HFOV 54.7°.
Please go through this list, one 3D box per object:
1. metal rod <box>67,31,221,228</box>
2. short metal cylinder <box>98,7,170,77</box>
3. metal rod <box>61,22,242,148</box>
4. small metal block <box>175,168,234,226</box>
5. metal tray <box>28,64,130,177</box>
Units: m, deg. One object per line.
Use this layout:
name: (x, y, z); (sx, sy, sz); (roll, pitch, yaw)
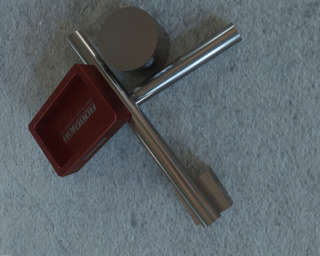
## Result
metal rod: (-0.027, -0.007, 0.393); (0.025, 0.025, 0.299); (-41, 78, 15)
short metal cylinder: (-0.032, -0.110, 0.407); (0.080, 0.050, 0.079); (0, 90, 19)
metal rod: (-0.030, -0.044, 0.420); (0.300, 0.025, 0.025); (-31, 80, 17)
small metal block: (0.056, 0.086, 0.390); (0.050, 0.025, 0.050); (-35, 79, 16)
metal tray: (-0.109, -0.008, 0.404); (0.130, 0.030, 0.090); (-43, 76, 26)
